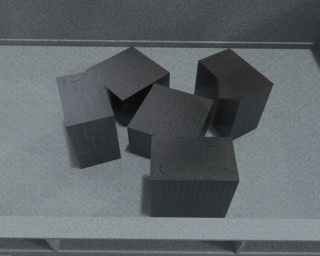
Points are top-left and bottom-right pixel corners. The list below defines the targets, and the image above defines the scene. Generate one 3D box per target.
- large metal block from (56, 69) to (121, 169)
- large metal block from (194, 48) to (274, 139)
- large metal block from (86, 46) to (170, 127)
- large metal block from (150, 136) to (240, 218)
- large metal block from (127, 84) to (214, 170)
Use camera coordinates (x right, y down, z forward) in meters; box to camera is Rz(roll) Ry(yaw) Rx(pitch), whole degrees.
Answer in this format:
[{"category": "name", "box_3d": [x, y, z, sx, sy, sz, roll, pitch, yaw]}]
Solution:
[{"category": "large metal block", "box_3d": [-0.085, -0.011, 0.376, 0.050, 0.080, 0.080, -15, 52, -12]}, {"category": "large metal block", "box_3d": [0.090, -0.043, 0.404, 0.050, 0.080, 0.080, -25, 55, -20]}, {"category": "large metal block", "box_3d": [-0.043, -0.061, 0.437, 0.080, 0.050, 0.080, -35, 59, -26]}, {"category": "large metal block", "box_3d": [0.031, 0.053, 0.324, 0.081, 0.080, 0.050, 1, 50, 0]}, {"category": "large metal block", "box_3d": [0.015, -0.002, 0.389, 0.080, 0.050, 0.080, 18, 52, 14]}]
